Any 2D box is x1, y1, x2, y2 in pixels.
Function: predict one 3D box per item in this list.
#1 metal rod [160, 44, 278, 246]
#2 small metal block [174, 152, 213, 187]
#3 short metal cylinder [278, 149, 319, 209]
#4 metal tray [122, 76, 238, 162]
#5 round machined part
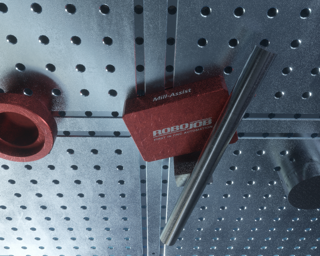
[{"bbox_3d":[0.061,0.041,0.389,0.025,0.025,0.298,15,118,-13],"label":"metal rod"},{"bbox_3d":[0.046,0.054,0.442,0.050,0.050,0.025,-8,130,6],"label":"small metal block"},{"bbox_3d":[0.226,0.078,0.465,0.081,0.050,0.079,0,130,0],"label":"short metal cylinder"},{"bbox_3d":[0.028,-0.008,0.402,0.130,0.030,0.090,-14,129,11],"label":"metal tray"},{"bbox_3d":[-0.180,-0.005,0.394,0.099,0.042,0.097,-1,130,0],"label":"round machined part"}]
